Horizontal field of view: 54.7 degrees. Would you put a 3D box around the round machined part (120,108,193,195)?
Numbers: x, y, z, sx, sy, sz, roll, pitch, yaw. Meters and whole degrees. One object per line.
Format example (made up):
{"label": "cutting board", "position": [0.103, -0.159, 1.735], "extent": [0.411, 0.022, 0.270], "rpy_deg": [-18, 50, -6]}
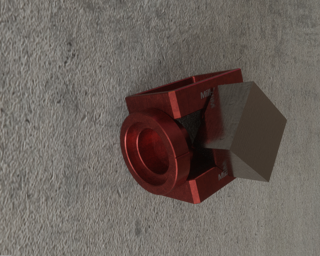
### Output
{"label": "round machined part", "position": [0.000, 0.024, 0.360], "extent": [0.042, 0.098, 0.097], "rpy_deg": [-20, 103, -39]}

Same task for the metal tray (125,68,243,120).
{"label": "metal tray", "position": [0.034, -0.044, 0.395], "extent": [0.131, 0.090, 0.030], "rpy_deg": [-23, 105, -38]}

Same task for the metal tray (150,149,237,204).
{"label": "metal tray", "position": [0.057, 0.051, 0.412], "extent": [0.131, 0.090, 0.030], "rpy_deg": [-23, 105, -38]}

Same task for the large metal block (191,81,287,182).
{"label": "large metal block", "position": [0.092, 0.005, 0.349], "extent": [0.080, 0.050, 0.080], "rpy_deg": [37, 67, -34]}

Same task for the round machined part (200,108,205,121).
{"label": "round machined part", "position": [0.096, -0.015, 0.441], "extent": [0.042, 0.098, 0.097], "rpy_deg": [-20, 103, -39]}
